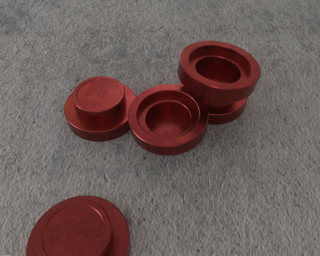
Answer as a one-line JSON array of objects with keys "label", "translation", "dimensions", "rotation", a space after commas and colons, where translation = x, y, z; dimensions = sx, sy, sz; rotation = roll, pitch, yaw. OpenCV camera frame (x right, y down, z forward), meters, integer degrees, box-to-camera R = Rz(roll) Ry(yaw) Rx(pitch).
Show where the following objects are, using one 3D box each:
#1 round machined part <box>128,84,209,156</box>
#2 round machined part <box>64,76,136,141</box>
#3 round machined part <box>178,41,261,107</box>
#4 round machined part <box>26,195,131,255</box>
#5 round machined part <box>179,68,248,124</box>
[{"label": "round machined part", "translation": [0.011, -0.006, 0.394], "dimensions": [0.099, 0.042, 0.098], "rotation": [-2, 54, 3]}, {"label": "round machined part", "translation": [-0.080, -0.033, 0.419], "dimensions": [0.099, 0.042, 0.098], "rotation": [0, 50, 0]}, {"label": "round machined part", "translation": [0.071, -0.064, 0.388], "dimensions": [0.099, 0.042, 0.098], "rotation": [4, 47, -4]}, {"label": "round machined part", "translation": [-0.079, 0.109, 0.300], "dimensions": [0.099, 0.042, 0.098], "rotation": [0, 50, 0]}, {"label": "round machined part", "translation": [0.076, -0.055, 0.439], "dimensions": [0.099, 0.042, 0.098], "rotation": [0, 50, 0]}]
